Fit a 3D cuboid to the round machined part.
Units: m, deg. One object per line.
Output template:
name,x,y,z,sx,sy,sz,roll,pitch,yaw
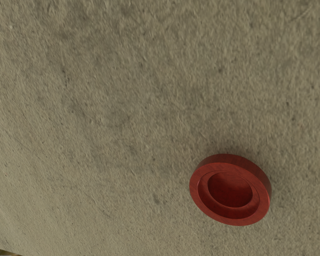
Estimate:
round machined part,0.090,0.073,0.393,0.098,0.042,0.097,13,124,20
